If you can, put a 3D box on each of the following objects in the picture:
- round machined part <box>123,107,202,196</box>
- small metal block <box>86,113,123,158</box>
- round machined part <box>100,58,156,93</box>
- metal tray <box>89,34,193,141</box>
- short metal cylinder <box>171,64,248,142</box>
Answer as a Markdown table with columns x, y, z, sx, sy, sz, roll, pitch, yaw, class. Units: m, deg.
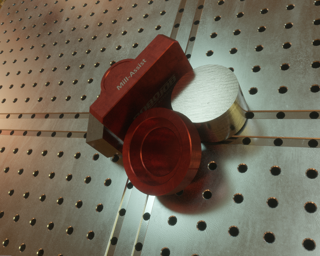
| x | y | z | sx | sy | sz | roll | pitch | yaw | class |
| --- | --- | --- | --- | --- | --- | --- | --- | --- | --- |
| 0.006 | 0.028 | 0.357 | 0.098 | 0.042 | 0.097 | -7 | 79 | 38 | round machined part |
| -0.073 | 0.006 | 0.421 | 0.025 | 0.050 | 0.050 | -14 | 56 | 20 | small metal block |
| -0.047 | -0.063 | 0.455 | 0.098 | 0.042 | 0.098 | -13 | 56 | 21 | round machined part |
| -0.014 | -0.041 | 0.394 | 0.130 | 0.090 | 0.030 | -48 | 51 | -6 | metal tray |
| 0.060 | -0.029 | 0.373 | 0.080 | 0.050 | 0.080 | -13 | 56 | 21 | short metal cylinder |
